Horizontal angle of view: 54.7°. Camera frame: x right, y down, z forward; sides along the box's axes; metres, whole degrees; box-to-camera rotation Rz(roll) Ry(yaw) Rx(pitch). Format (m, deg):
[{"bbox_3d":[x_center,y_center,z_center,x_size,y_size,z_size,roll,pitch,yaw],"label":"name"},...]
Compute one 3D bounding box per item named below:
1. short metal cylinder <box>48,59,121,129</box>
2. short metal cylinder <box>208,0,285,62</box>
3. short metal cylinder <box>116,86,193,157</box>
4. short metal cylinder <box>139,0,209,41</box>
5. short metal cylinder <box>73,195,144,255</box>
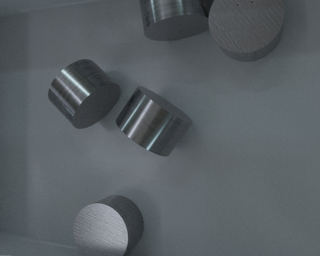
[{"bbox_3d":[-0.100,-0.045,0.417,0.050,0.080,0.080,44,104,14],"label":"short metal cylinder"},{"bbox_3d":[0.101,-0.122,0.361,0.080,0.050,0.080,0,90,20],"label":"short metal cylinder"},{"bbox_3d":[-0.007,-0.009,0.384,0.080,0.080,0.050,38,102,16],"label":"short metal cylinder"},{"bbox_3d":[0.017,-0.144,0.375,0.080,0.080,0.050,-10,87,20],"label":"short metal cylinder"},{"bbox_3d":[-0.069,0.137,0.422,0.080,0.050,0.080,0,90,20],"label":"short metal cylinder"}]
